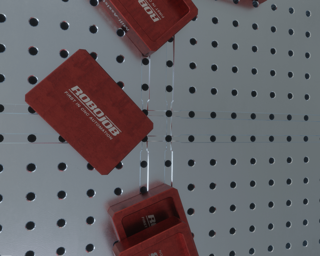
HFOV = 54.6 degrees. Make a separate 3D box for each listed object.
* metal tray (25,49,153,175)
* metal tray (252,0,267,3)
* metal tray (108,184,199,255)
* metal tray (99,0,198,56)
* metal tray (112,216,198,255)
[{"bbox_3d":[-0.083,-0.018,0.379,0.090,0.030,0.130,-46,104,-14],"label":"metal tray"},{"bbox_3d":[0.113,-0.246,0.450,0.131,0.030,0.090,7,88,-20],"label":"metal tray"},{"bbox_3d":[-0.004,0.151,0.408,0.091,0.030,0.129,-20,97,-19],"label":"metal tray"},{"bbox_3d":[-0.024,-0.172,0.400,0.090,0.030,0.130,-45,104,-15],"label":"metal tray"},{"bbox_3d":[0.006,0.187,0.379,0.091,0.030,0.129,-20,97,-19],"label":"metal tray"}]
